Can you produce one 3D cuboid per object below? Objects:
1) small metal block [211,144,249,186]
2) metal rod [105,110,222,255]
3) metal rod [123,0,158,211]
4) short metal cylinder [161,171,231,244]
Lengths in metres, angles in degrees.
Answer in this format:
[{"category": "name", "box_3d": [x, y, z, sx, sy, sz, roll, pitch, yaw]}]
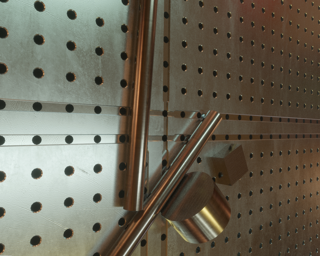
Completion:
[{"category": "small metal block", "box_3d": [0.116, 0.059, 0.509, 0.050, 0.025, 0.050, -30, 109, -36]}, {"category": "metal rod", "box_3d": [0.003, 0.086, 0.413, 0.301, 0.025, 0.025, -52, 121, -28]}, {"category": "metal rod", "box_3d": [-0.023, -0.049, 0.391, 0.025, 0.025, 0.298, 7, 86, -40]}, {"category": "short metal cylinder", "box_3d": [0.047, 0.105, 0.416, 0.080, 0.080, 0.050, -51, 121, -28]}]
